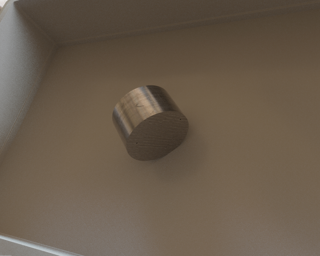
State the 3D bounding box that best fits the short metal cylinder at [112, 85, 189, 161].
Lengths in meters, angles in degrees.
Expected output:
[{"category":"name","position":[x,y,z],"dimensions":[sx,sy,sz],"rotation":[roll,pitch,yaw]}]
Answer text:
[{"category":"short metal cylinder","position":[-0.012,-0.005,0.381],"dimensions":[0.080,0.080,0.050],"rotation":[-36,51,4]}]
